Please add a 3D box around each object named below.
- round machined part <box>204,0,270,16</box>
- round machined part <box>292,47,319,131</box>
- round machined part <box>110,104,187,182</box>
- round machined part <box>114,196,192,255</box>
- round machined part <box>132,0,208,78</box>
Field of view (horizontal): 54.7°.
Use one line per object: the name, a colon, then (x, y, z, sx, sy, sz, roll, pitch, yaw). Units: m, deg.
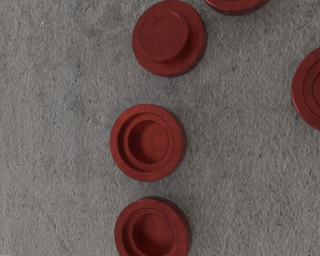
round machined part: (0.094, -0.181, 0.366, 0.098, 0.042, 0.097, 0, 90, 20)
round machined part: (0.193, -0.041, 0.332, 0.098, 0.042, 0.097, 0, 90, 20)
round machined part: (-0.012, 0.018, 0.404, 0.098, 0.042, 0.097, 0, 90, 20)
round machined part: (-0.006, 0.137, 0.402, 0.098, 0.042, 0.097, 0, 90, 20)
round machined part: (0.008, -0.116, 0.397, 0.098, 0.042, 0.097, 0, 90, 20)
